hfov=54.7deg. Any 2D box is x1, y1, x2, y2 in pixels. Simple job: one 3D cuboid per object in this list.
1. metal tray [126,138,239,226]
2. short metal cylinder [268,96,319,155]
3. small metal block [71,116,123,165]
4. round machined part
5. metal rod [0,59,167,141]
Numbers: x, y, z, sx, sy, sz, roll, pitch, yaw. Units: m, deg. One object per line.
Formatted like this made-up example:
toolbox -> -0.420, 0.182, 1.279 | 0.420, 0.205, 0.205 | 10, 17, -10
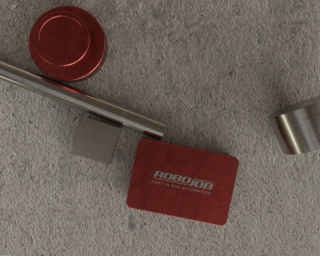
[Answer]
metal tray -> 0.029, 0.069, 0.408 | 0.131, 0.030, 0.089 | 12, 90, -1
short metal cylinder -> 0.183, -0.005, 0.385 | 0.080, 0.080, 0.050 | -23, 90, 0
small metal block -> -0.082, 0.016, 0.409 | 0.050, 0.025, 0.050 | 18, 90, -1
round machined part -> -0.120, -0.110, 0.400 | 0.099, 0.042, 0.097 | 0, 90, -1
metal rod -> -0.136, -0.049, 0.408 | 0.301, 0.025, 0.025 | 21, 90, -1
